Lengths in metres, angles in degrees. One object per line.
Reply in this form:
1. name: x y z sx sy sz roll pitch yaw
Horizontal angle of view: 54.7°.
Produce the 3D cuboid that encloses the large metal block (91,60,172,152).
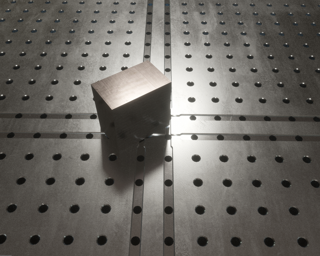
1. large metal block: -0.034 -0.028 0.395 0.081 0.080 0.050 -28 56 -22
